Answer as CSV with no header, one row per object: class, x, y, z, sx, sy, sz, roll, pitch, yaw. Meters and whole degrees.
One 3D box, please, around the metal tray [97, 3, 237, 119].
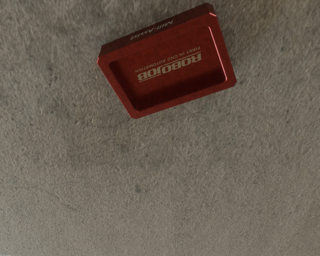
metal tray,0.009,-0.069,0.344,0.130,0.030,0.090,-18,128,14
